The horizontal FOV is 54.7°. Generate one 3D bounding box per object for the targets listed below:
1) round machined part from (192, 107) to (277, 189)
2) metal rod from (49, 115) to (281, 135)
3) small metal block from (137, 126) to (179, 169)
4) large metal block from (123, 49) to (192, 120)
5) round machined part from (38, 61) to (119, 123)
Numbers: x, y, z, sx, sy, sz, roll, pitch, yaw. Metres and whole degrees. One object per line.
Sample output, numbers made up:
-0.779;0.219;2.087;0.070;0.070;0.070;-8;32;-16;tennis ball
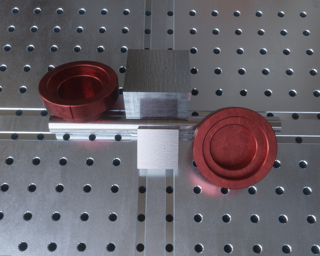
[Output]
0.088;0.022;0.382;0.099;0.042;0.097;0;95;0;round machined part
0.007;-0.004;0.414;0.302;0.025;0.025;1;70;0;metal rod
-0.003;0.024;0.392;0.050;0.025;0.050;1;99;0;small metal block
-0.003;-0.058;0.407;0.081;0.050;0.080;1;52;0;large metal block
-0.102;-0.044;0.404;0.099;0.042;0.098;0;44;0;round machined part
